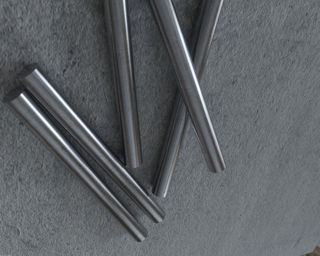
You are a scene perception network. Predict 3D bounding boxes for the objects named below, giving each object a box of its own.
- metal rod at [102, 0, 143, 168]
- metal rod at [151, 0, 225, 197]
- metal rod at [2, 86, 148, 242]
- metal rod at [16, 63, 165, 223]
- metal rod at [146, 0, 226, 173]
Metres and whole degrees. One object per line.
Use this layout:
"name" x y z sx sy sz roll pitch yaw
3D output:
"metal rod" -0.042 -0.079 0.334 0.025 0.025 0.298 -16 125 -20
"metal rod" 0.032 -0.035 0.402 0.025 0.025 0.298 -1 119 -28
"metal rod" -0.088 0.068 0.400 0.025 0.025 0.299 -34 129 -6
"metal rod" -0.066 0.042 0.396 0.025 0.025 0.299 -36 129 -4
"metal rod" 0.028 -0.065 0.355 0.025 0.025 0.299 -29 120 -10
